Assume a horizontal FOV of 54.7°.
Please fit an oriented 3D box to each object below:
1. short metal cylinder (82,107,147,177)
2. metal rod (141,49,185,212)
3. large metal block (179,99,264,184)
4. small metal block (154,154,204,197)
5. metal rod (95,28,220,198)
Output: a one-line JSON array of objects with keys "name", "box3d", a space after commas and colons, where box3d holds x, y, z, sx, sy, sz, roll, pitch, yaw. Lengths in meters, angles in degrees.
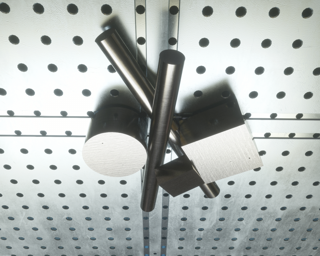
[{"name": "short metal cylinder", "box3d": [-0.057, 0.019, 0.406, 0.081, 0.050, 0.079, -1, 130, -1]}, {"name": "metal rod", "box3d": [-0.004, 0.030, 0.407, 0.025, 0.025, 0.298, 5, 138, -4]}, {"name": "large metal block", "box3d": [0.080, 0.020, 0.407, 0.080, 0.050, 0.080, -21, 127, 17]}, {"name": "small metal block", "box3d": [0.028, 0.065, 0.421, 0.050, 0.025, 0.050, -27, 141, 11]}, {"name": "metal rod", "box3d": [0.013, 0.003, 0.409, 0.025, 0.025, 0.300, -22, 127, 18]}]
